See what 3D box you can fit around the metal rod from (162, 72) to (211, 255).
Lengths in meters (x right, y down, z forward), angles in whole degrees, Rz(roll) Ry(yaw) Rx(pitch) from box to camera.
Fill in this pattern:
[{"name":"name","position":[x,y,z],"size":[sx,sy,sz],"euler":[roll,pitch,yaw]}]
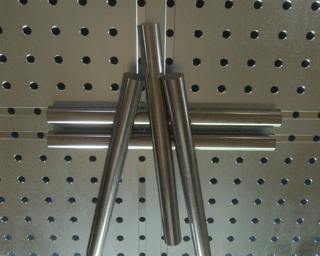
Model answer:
[{"name":"metal rod","position":[0.041,0.071,0.420],"size":[0.025,0.025,0.298],"euler":[-10,117,3]}]

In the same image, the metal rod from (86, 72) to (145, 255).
[{"name":"metal rod","position":[-0.066,0.069,0.418],"size":[0.025,0.025,0.298],"euler":[13,117,-5]}]

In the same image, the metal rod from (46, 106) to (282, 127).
[{"name":"metal rod","position":[0.007,-0.015,0.408],"size":[0.302,0.025,0.025],"euler":[1,110,-1]}]

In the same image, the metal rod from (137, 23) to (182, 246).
[{"name":"metal rod","position":[0.003,0.023,0.396],"size":[0.025,0.025,0.298],"euler":[-6,110,2]}]

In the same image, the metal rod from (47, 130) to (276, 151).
[{"name":"metal rod","position":[0.003,0.017,0.420],"size":[0.302,0.025,0.025],"euler":[1,110,-1]}]
